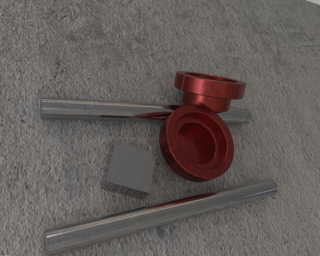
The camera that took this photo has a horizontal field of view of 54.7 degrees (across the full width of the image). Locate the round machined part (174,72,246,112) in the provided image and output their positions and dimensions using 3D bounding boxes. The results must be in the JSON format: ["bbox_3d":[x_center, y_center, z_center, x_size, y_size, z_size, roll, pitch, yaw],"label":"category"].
[{"bbox_3d":[0.068,-0.051,0.439,0.099,0.042,0.098,9,15,-2],"label":"round machined part"}]

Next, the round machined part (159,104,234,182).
[{"bbox_3d":[0.043,0.022,0.398,0.099,0.042,0.098,12,63,-24],"label":"round machined part"}]

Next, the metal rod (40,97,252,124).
[{"bbox_3d":[0.001,-0.020,0.416,0.303,0.025,0.025,1,62,-28],"label":"metal rod"}]

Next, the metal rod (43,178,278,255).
[{"bbox_3d":[0.025,0.094,0.359,0.303,0.025,0.025,-5,64,-30],"label":"metal rod"}]

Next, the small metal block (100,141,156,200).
[{"bbox_3d":[-0.036,0.049,0.355,0.050,0.025,0.050,20,54,-17],"label":"small metal block"}]
